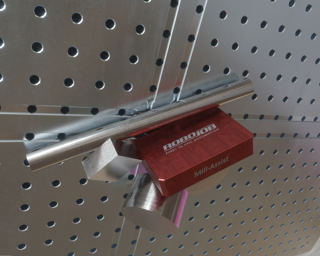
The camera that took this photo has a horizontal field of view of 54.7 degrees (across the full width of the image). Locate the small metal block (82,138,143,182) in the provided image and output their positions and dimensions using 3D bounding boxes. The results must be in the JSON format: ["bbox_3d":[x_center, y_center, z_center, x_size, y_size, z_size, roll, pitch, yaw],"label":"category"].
[{"bbox_3d":[-0.058,0.041,0.384,0.050,0.025,0.050,-39,151,18],"label":"small metal block"}]

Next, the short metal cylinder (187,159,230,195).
[{"bbox_3d":[0.053,0.050,0.444,0.081,0.050,0.079,-18,135,-19],"label":"short metal cylinder"}]

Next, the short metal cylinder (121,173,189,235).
[{"bbox_3d":[-0.006,0.104,0.423,0.080,0.080,0.050,56,44,-39],"label":"short metal cylinder"}]

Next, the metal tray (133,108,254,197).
[{"bbox_3d":[0.042,0.025,0.403,0.131,0.090,0.030,-24,127,-14],"label":"metal tray"}]

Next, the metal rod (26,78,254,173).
[{"bbox_3d":[-0.011,-0.010,0.394,0.302,0.025,0.025,-20,126,-17],"label":"metal rod"}]
